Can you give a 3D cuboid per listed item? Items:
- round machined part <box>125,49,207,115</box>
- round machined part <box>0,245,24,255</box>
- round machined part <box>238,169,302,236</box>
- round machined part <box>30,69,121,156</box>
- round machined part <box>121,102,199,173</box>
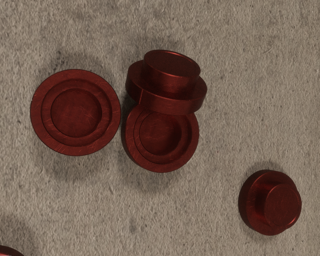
[{"bbox_3d":[0.010,-0.061,0.373,0.099,0.098,0.042,1,128,-20],"label":"round machined part"},{"bbox_3d":[-0.186,0.174,0.332,0.099,0.042,0.097,0,90,-21],"label":"round machined part"},{"bbox_3d":[0.172,0.114,0.466,0.099,0.042,0.097,0,90,-21],"label":"round machined part"},{"bbox_3d":[-0.099,-0.017,0.364,0.099,0.042,0.097,0,90,-21],"label":"round machined part"},{"bbox_3d":[-0.002,0.007,0.400,0.099,0.042,0.097,0,90,-20],"label":"round machined part"}]
